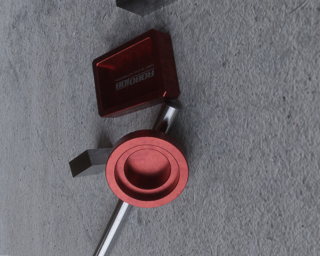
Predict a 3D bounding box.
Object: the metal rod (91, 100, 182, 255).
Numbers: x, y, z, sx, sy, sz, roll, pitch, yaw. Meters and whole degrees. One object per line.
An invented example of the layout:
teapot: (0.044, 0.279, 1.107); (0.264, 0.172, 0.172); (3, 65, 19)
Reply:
metal rod: (-0.044, 0.097, 0.441); (0.025, 0.025, 0.298); (39, 114, 33)

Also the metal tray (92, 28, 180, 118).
metal tray: (-0.038, -0.071, 0.433); (0.130, 0.030, 0.090); (-14, 81, 39)

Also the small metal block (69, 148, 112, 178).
small metal block: (-0.101, 0.053, 0.472); (0.050, 0.050, 0.025); (-32, 70, 35)

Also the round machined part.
round machined part: (-0.015, 0.046, 0.384); (0.099, 0.042, 0.097); (0, 112, 0)

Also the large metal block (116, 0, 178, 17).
large metal block: (-0.014, -0.203, 0.400); (0.080, 0.050, 0.080); (-9, 85, 39)
